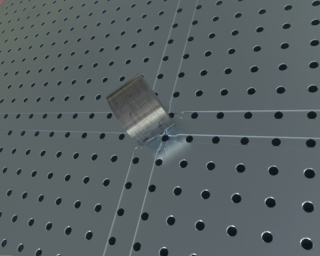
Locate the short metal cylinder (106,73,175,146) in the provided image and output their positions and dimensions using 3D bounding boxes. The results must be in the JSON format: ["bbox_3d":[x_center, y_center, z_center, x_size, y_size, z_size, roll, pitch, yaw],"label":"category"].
[{"bbox_3d":[-0.024,-0.023,0.397,0.050,0.080,0.080,-35,52,5],"label":"short metal cylinder"}]
